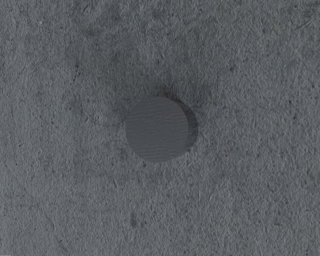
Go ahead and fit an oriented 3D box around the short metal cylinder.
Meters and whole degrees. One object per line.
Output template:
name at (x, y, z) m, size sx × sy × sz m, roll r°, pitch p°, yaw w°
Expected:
short metal cylinder at (0.004, 0.002, 0.395) m, size 0.080 × 0.050 × 0.079 m, roll 0°, pitch 90°, yaw 19°
